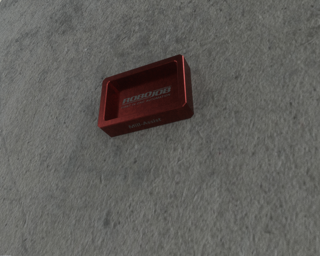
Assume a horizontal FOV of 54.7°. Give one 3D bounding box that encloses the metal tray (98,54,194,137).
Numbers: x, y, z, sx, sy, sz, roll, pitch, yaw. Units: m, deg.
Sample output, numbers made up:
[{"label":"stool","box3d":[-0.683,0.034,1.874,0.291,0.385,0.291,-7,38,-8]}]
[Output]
[{"label":"metal tray","box3d":[-0.021,-0.044,0.437,0.130,0.030,0.090,-14,56,20]}]
